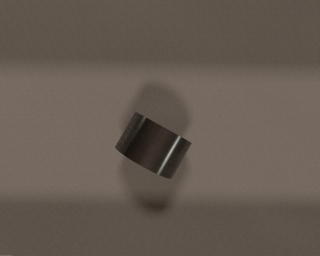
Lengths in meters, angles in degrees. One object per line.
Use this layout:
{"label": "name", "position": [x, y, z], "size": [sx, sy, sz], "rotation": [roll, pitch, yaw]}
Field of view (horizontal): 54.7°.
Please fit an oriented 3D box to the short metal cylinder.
{"label": "short metal cylinder", "position": [-0.008, 0.021, 0.384], "size": [0.080, 0.080, 0.050], "rotation": [29, 90, -1]}
